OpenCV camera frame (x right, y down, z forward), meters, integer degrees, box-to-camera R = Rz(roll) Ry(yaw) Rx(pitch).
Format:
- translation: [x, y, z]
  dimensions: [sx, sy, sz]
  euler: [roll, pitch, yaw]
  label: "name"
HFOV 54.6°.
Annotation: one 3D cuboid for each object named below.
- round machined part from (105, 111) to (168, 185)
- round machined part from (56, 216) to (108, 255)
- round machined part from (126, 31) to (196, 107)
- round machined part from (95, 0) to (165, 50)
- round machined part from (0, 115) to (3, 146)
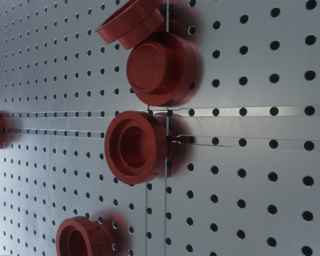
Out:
- translation: [-0.028, 0.026, 0.422]
  dimensions: [0.098, 0.042, 0.097]
  euler: [0, 90, 40]
  label: "round machined part"
- translation: [-0.123, 0.191, 0.502]
  dimensions: [0.098, 0.042, 0.097]
  euler: [0, 90, 40]
  label: "round machined part"
- translation: [-0.006, -0.077, 0.404]
  dimensions: [0.098, 0.042, 0.097]
  euler: [0, 90, 40]
  label: "round machined part"
- translation: [-0.033, -0.139, 0.405]
  dimensions: [0.098, 0.098, 0.042]
  euler: [-18, 122, 38]
  label: "round machined part"
- translation: [-0.422, 0.006, 0.750]
  dimensions: [0.098, 0.042, 0.097]
  euler: [0, 90, 40]
  label: "round machined part"
